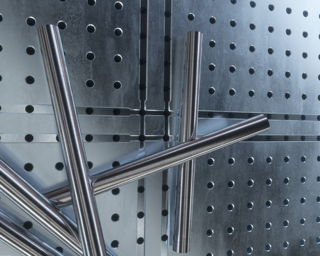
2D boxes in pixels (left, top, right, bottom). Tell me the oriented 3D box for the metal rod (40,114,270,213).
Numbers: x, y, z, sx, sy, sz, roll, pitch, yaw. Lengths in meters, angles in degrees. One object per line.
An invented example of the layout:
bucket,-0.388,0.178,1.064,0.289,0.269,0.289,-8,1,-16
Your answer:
metal rod,0.003,0.041,0.393,0.302,0.025,0.025,-19,97,-12

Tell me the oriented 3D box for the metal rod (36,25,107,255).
metal rod,-0.098,0.029,0.351,0.025,0.025,0.298,-12,85,-20

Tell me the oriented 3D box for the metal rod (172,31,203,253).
metal rod,0.038,0.018,0.427,0.025,0.025,0.298,4,89,-20

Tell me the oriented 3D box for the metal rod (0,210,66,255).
metal rod,-0.115,0.168,0.370,0.300,0.025,0.025,43,76,-15

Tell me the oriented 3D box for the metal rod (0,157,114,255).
metal rod,-0.097,0.128,0.357,0.025,0.025,0.300,-46,112,-14
